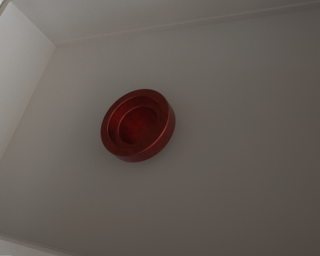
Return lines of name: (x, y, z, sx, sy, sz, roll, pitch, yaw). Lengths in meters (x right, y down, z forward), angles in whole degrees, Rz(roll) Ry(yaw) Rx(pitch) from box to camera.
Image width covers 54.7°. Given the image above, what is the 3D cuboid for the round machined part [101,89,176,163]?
round machined part: (-0.025, 0.000, 0.406, 0.098, 0.042, 0.098, -13, 56, 20)
